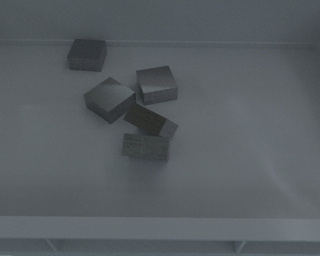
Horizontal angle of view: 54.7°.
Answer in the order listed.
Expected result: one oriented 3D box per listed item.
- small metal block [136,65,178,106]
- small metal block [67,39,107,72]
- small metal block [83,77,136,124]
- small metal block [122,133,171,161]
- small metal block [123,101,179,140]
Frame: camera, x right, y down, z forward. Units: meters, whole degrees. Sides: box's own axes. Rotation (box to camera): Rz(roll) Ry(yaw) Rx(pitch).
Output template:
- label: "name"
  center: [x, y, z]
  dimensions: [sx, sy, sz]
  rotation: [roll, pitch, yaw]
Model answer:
- label: "small metal block"
  center: [-0.005, -0.063, 0.458]
  dimensions: [0.050, 0.025, 0.050]
  rotation: [-11, 51, -10]
- label: "small metal block"
  center: [-0.117, -0.119, 0.503]
  dimensions: [0.050, 0.025, 0.050]
  rotation: [4, 50, 3]
- label: "small metal block"
  center: [-0.070, -0.040, 0.438]
  dimensions: [0.050, 0.025, 0.050]
  rotation: [33, 57, 24]
- label: "small metal block"
  center: [-0.014, 0.024, 0.365]
  dimensions: [0.050, 0.050, 0.025]
  rotation: [6, 83, 4]
- label: "small metal block"
  center: [-0.010, -0.007, 0.391]
  dimensions: [0.050, 0.050, 0.025]
  rotation: [28, 91, 21]
